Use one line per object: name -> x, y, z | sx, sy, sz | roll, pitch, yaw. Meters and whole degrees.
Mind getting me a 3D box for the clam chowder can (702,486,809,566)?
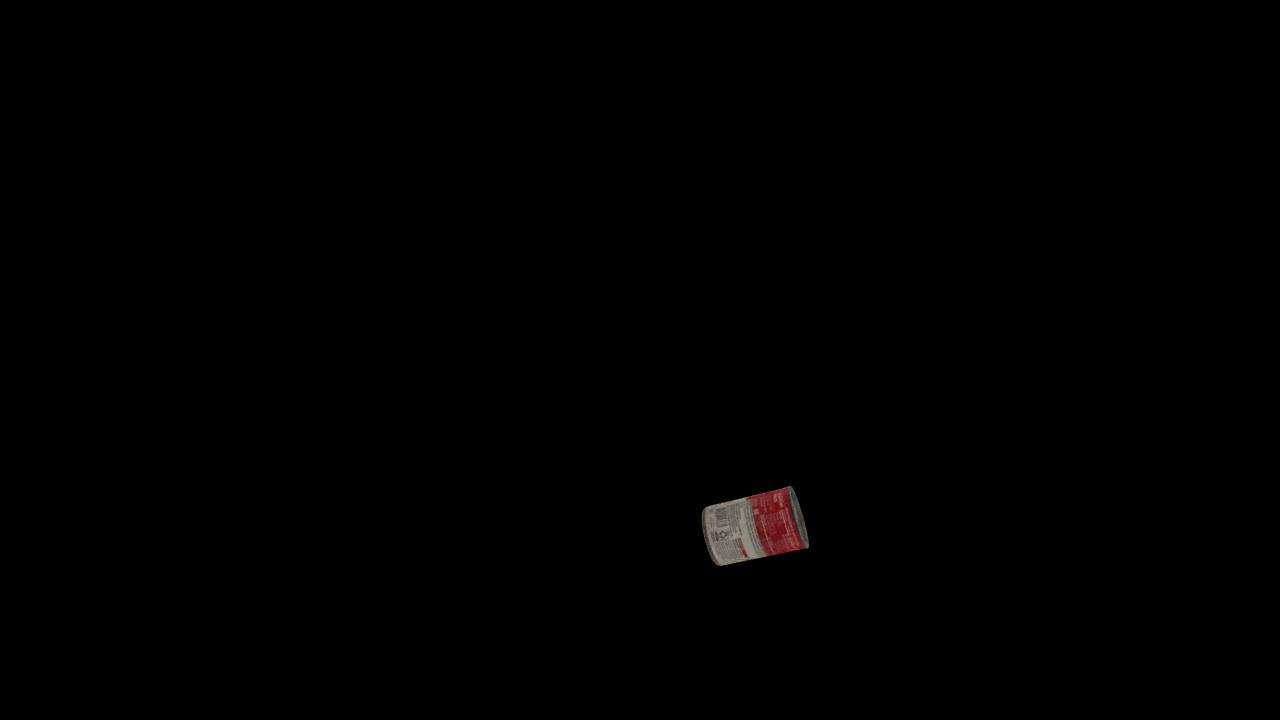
clam chowder can -> 0.127, 0.184, 0.679 | 0.102, 0.068, 0.068 | -18, -5, 16
